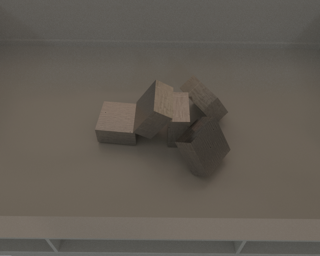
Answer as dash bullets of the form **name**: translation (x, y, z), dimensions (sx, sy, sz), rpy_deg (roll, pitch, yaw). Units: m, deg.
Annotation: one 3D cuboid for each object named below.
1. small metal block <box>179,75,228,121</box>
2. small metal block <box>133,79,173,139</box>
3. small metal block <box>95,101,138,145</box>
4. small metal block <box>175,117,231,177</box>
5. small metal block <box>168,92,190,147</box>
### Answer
- **small metal block**: translation (0.059, -0.037, 0.415), dimensions (0.025, 0.050, 0.050), rpy_deg (-44, 57, 7)
- **small metal block**: translation (-0.008, -0.022, 0.382), dimensions (0.025, 0.050, 0.050), rpy_deg (22, 49, -23)
- **small metal block**: translation (-0.053, -0.007, 0.407), dimensions (0.050, 0.025, 0.050), rpy_deg (5, 50, 4)
- **small metal block**: translation (0.052, 0.021, 0.366), dimensions (0.025, 0.050, 0.050), rpy_deg (2, 38, 50)
- **small metal block**: translation (0.023, -0.010, 0.396), dimensions (0.025, 0.050, 0.050), rpy_deg (1, 50, 0)
